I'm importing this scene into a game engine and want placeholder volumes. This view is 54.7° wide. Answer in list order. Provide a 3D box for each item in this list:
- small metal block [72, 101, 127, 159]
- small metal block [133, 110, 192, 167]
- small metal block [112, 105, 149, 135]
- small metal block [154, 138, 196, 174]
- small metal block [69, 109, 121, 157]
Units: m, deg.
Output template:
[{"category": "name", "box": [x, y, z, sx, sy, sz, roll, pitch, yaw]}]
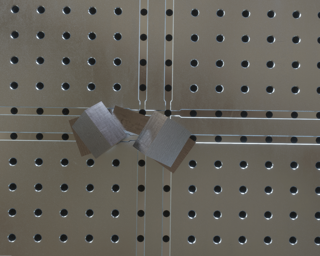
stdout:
[{"category": "small metal block", "box": [-0.074, 0.004, 0.372, 0.025, 0.050, 0.050, -37, 91, -39]}, {"category": "small metal block", "box": [0.004, 0.014, 0.374, 0.050, 0.025, 0.050, 32, 89, -45]}, {"category": "small metal block", "box": [-0.035, -0.008, 0.400, 0.050, 0.050, 0.025, 19, 90, -1]}, {"category": "small metal block", "box": [0.012, 0.024, 0.414, 0.050, 0.025, 0.050, 36, 90, -1]}, {"category": "small metal block", "box": [-0.086, 0.005, 0.412, 0.050, 0.025, 0.050, -19, 90, -1]}]
